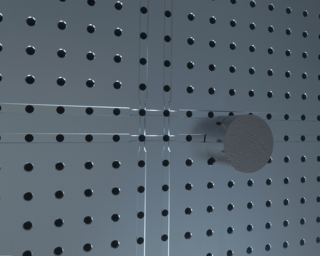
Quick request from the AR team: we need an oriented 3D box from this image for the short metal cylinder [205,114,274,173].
[{"bbox_3d":[0.113,0.021,0.443,0.081,0.050,0.079,0,90,-21],"label":"short metal cylinder"}]
